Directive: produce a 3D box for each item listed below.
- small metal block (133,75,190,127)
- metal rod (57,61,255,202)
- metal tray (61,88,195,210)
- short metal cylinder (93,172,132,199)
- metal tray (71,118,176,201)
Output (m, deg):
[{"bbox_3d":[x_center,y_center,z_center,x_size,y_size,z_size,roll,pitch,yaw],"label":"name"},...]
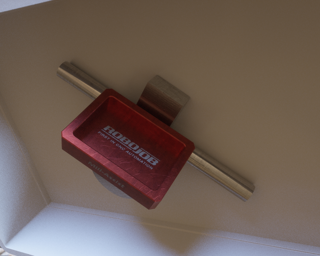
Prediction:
[{"bbox_3d":[0.001,-0.029,0.387,0.050,0.025,0.050,35,129,4],"label":"small metal block"},{"bbox_3d":[-0.009,0.002,0.413,0.301,0.025,0.025,34,129,5],"label":"metal rod"},{"bbox_3d":[-0.036,0.021,0.362,0.130,0.090,0.030,34,146,5],"label":"metal tray"},{"bbox_3d":[-0.050,0.054,0.441,0.080,0.050,0.079,19,134,21],"label":"short metal cylinder"},{"bbox_3d":[-0.038,0.034,0.405,0.130,0.090,0.030,34,129,5],"label":"metal tray"}]
